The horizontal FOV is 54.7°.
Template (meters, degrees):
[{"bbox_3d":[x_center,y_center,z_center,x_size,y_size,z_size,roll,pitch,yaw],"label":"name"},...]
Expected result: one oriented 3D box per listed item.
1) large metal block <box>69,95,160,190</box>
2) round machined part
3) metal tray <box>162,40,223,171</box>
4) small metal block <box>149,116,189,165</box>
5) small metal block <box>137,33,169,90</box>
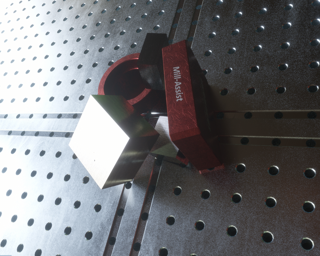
[{"bbox_3d":[-0.059,0.015,0.383,0.080,0.050,0.079,46,120,28],"label":"large metal block"},{"bbox_3d":[-0.037,-0.058,0.450,0.098,0.042,0.098,-13,56,20],"label":"round machined part"},{"bbox_3d":[0.038,-0.027,0.362,0.030,0.090,0.130,-16,55,19],"label":"metal tray"},{"bbox_3d":[0.016,0.015,0.383,0.050,0.025,0.050,8,69,43],"label":"small metal block"},{"bbox_3d":[-0.005,-0.083,0.392,0.025,0.050,0.050,7,63,16],"label":"small metal block"}]
